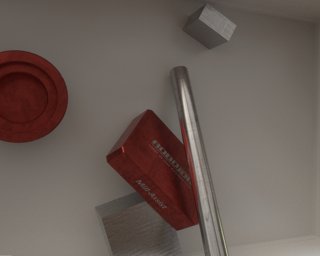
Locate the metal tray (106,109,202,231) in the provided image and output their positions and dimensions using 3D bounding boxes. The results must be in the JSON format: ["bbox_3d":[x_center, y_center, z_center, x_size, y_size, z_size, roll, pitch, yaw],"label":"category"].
[{"bbox_3d":[0.005,0.050,0.384,0.130,0.030,0.090,48,37,-14],"label":"metal tray"}]

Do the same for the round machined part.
[{"bbox_3d":[-0.155,-0.033,0.344,0.099,0.042,0.097,0,90,-21],"label":"round machined part"}]

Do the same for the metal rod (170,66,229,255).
[{"bbox_3d":[0.048,0.058,0.364,0.025,0.025,0.299,0,65,-20],"label":"metal rod"}]

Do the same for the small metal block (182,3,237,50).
[{"bbox_3d":[0.066,-0.137,0.423,0.050,0.050,0.025,30,80,-18],"label":"small metal block"}]

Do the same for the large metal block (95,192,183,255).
[{"bbox_3d":[-0.028,0.128,0.388,0.081,0.050,0.080,-17,96,-20],"label":"large metal block"}]
